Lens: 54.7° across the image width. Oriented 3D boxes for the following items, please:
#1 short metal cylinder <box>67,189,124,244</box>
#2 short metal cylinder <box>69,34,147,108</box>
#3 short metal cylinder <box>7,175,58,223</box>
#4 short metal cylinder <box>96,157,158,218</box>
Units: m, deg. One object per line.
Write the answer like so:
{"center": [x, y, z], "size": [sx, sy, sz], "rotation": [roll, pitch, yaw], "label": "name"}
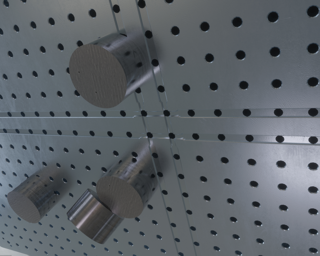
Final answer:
{"center": [-0.106, 0.146, 0.516], "size": [0.080, 0.050, 0.080], "rotation": [38, 170, 8], "label": "short metal cylinder"}
{"center": [-0.064, -0.071, 0.385], "size": [0.080, 0.050, 0.079], "rotation": [13, 124, 21], "label": "short metal cylinder"}
{"center": [-0.253, 0.142, 0.616], "size": [0.080, 0.050, 0.079], "rotation": [13, 124, 20], "label": "short metal cylinder"}
{"center": [-0.050, 0.092, 0.478], "size": [0.080, 0.050, 0.079], "rotation": [13, 124, 21], "label": "short metal cylinder"}
